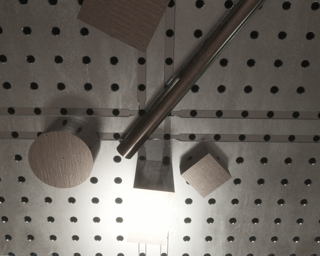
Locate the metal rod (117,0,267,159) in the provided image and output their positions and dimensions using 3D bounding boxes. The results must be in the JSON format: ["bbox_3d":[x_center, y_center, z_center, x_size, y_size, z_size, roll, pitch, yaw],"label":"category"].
[{"bbox_3d":[0.045,-0.075,0.386,0.025,0.025,0.299,37,106,-13],"label":"metal rod"}]

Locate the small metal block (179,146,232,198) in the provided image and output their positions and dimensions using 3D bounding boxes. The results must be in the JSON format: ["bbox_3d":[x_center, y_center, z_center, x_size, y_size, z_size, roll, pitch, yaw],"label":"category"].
[{"bbox_3d":[0.064,0.062,0.437,0.050,0.025,0.050,-40,106,13],"label":"small metal block"}]

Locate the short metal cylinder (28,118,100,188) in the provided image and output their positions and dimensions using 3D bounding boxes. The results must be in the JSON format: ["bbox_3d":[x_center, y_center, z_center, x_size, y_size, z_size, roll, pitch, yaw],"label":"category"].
[{"bbox_3d":[-0.124,0.032,0.410,0.081,0.050,0.079,0,111,0],"label":"short metal cylinder"}]

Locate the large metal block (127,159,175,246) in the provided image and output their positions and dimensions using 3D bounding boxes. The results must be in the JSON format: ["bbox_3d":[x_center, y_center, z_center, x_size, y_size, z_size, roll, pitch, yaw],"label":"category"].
[{"bbox_3d":[-0.012,0.097,0.420,0.050,0.080,0.079,7,110,-3],"label":"large metal block"}]

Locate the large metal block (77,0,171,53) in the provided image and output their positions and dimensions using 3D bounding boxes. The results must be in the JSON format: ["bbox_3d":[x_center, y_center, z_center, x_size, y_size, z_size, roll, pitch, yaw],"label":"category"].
[{"bbox_3d":[-0.035,-0.142,0.347,0.080,0.050,0.080,26,108,-10],"label":"large metal block"}]
